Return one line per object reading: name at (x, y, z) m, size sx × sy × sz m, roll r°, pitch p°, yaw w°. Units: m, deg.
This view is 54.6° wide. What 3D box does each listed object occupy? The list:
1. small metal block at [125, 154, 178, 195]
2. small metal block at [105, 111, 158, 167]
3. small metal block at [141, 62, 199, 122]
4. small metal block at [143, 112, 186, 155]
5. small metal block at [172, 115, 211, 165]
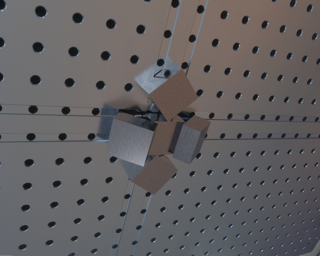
small metal block at (-0.011, 0.061, 0.441) m, size 0.050 × 0.025 × 0.050 m, roll -47°, pitch 128°, yaw 5°
small metal block at (-0.035, 0.013, 0.383) m, size 0.050 × 0.025 × 0.050 m, roll 18°, pitch 114°, yaw 3°
small metal block at (0.013, -0.045, 0.390) m, size 0.050 × 0.025 × 0.050 m, roll -38°, pitch 129°, yaw -3°
small metal block at (0.000, 0.008, 0.415) m, size 0.050 × 0.025 × 0.050 m, roll 1°, pitch 117°, yaw -29°
small metal block at (0.044, 0.015, 0.426) m, size 0.050 × 0.025 × 0.050 m, roll -36°, pitch 146°, yaw -61°
